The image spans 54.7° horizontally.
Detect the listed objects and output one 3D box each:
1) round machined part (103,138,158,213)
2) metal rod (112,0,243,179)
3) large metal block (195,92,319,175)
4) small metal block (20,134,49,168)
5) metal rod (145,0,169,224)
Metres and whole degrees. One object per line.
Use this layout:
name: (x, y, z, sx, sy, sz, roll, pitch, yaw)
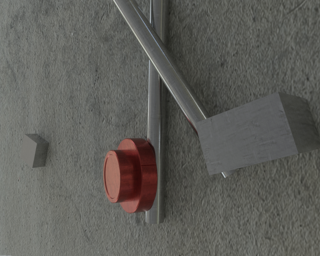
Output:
round machined part: (-0.044, 0.062, 0.406, 0.098, 0.042, 0.097, -2, 87, 62)
metal rod: (0.006, -0.076, 0.372, 0.025, 0.025, 0.299, -39, 74, 33)
large metal block: (0.094, 0.007, 0.291, 0.080, 0.081, 0.050, -22, 76, 37)
small metal block: (-0.244, 0.043, 0.603, 0.050, 0.025, 0.050, 25, 106, 37)
metal rod: (-0.004, -0.026, 0.406, 0.025, 0.025, 0.298, 2, 91, 39)
